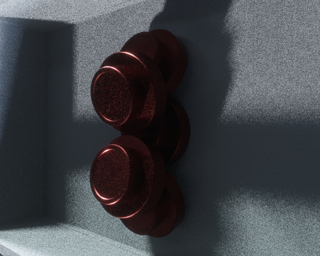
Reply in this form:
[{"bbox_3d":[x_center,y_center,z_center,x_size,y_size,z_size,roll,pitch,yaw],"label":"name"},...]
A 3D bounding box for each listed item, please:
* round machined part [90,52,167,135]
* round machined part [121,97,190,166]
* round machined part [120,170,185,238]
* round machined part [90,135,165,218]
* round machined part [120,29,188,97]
[{"bbox_3d":[-0.044,-0.039,0.363,0.098,0.042,0.097,12,110,37],"label":"round machined part"},{"bbox_3d":[-0.013,0.004,0.405,0.098,0.042,0.097,-1,88,40],"label":"round machined part"},{"bbox_3d":[-0.020,0.095,0.393,0.098,0.042,0.097,15,114,36],"label":"round machined part"},{"bbox_3d":[-0.045,0.055,0.364,0.098,0.042,0.098,-11,72,37],"label":"round machined part"},{"bbox_3d":[-0.017,-0.082,0.394,0.098,0.042,0.098,-15,65,35],"label":"round machined part"}]
